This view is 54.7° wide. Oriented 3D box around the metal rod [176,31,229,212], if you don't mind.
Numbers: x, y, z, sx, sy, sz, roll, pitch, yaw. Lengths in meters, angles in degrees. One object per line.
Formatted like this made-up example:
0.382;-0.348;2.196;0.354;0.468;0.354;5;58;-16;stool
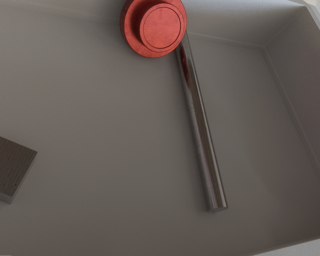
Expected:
0.053;-0.030;0.454;0.025;0.025;0.299;6;59;-26;metal rod

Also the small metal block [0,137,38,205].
-0.155;0.038;0.299;0.050;0.025;0.050;26;53;-13;small metal block

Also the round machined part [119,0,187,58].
-0.005;-0.147;0.444;0.099;0.097;0.042;2;28;-28;round machined part
